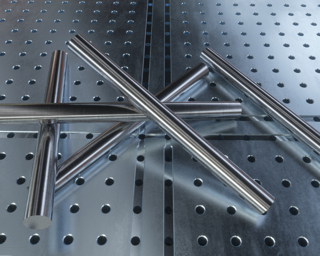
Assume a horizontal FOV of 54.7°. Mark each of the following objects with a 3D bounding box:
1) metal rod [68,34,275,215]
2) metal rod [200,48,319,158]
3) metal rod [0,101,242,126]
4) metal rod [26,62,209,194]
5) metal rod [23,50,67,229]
[{"bbox_3d":[0.005,-0.011,0.365,0.300,0.025,0.025,41,60,10],"label":"metal rod"},{"bbox_3d":[0.160,-0.026,0.431,0.025,0.025,0.300,-27,56,-21],"label":"metal rod"},{"bbox_3d":[-0.038,-0.020,0.389,0.302,0.025,0.025,-2,49,-16],"label":"metal rod"},{"bbox_3d":[-0.036,-0.008,0.413,0.025,0.025,0.302,36,58,26],"label":"metal rod"},{"bbox_3d":[-0.139,-0.014,0.396,0.025,0.025,0.300,-7,44,-6],"label":"metal rod"}]
